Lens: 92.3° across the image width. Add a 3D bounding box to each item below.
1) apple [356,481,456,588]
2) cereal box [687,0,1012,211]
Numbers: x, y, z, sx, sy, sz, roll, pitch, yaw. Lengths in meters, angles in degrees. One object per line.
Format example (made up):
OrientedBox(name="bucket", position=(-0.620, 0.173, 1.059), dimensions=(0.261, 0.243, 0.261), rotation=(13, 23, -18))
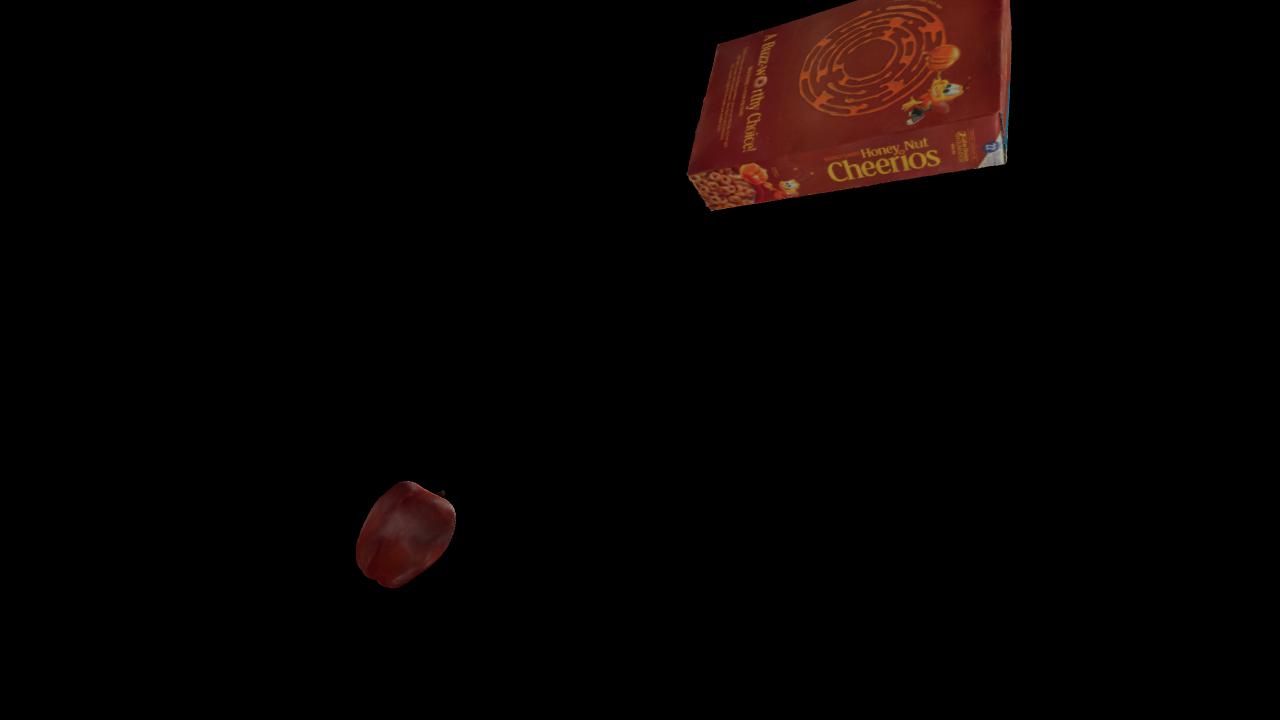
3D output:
OrientedBox(name="apple", position=(-0.209, 0.156, 0.556), dimensions=(0.079, 0.093, 0.079), rotation=(28, -23, 13))
OrientedBox(name="cereal box", position=(0.214, -0.278, 0.650), dimensions=(0.306, 0.203, 0.081), rotation=(-1, -25, 32))
